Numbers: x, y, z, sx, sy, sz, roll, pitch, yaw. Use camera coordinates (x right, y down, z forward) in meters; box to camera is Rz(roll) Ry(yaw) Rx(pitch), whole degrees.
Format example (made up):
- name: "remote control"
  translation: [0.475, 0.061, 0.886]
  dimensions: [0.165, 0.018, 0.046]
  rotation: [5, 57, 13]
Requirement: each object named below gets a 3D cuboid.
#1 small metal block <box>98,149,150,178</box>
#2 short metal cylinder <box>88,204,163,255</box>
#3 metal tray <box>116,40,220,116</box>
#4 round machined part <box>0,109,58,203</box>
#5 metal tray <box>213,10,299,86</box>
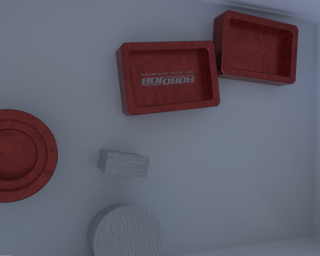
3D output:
- name: "small metal block"
  translation: [-0.046, 0.043, 0.381]
  dimensions: [0.050, 0.050, 0.025]
  rotation: [10, 87, -20]
- name: "short metal cylinder"
  translation: [-0.043, 0.134, 0.375]
  dimensions: [0.081, 0.050, 0.080]
  rotation: [4, 78, -19]
- name: "metal tray"
  translation: [0.013, -0.067, 0.413]
  dimensions: [0.131, 0.030, 0.089]
  rotation: [-7, 93, -20]
- name: "round machined part"
  translation: [-0.165, 0.029, 0.341]
  dimensions: [0.099, 0.042, 0.097]
  rotation: [0, 90, -21]
- name: "metal tray"
  translation: [0.143, -0.115, 0.462]
  dimensions: [0.131, 0.030, 0.089]
  rotation: [4, 89, -20]
